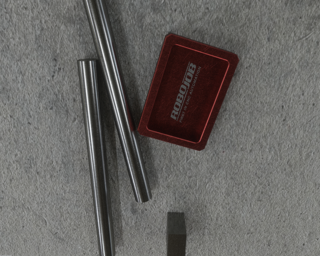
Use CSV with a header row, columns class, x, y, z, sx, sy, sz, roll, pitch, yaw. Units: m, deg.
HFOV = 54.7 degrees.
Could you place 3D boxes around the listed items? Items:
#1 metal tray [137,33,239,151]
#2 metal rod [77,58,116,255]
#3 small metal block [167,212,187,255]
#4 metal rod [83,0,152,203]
class,x,y,z,sx,sy,sz,roll,pitch,yaw
metal tray,0.032,-0.043,0.391,0.091,0.030,0.129,16,109,-7
metal rod,-0.085,0.056,0.429,0.025,0.025,0.298,-1,110,0
small metal block,0.023,0.160,0.456,0.025,0.050,0.050,1,110,-1
metal rod,-0.052,-0.037,0.395,0.025,0.025,0.298,-11,110,3
